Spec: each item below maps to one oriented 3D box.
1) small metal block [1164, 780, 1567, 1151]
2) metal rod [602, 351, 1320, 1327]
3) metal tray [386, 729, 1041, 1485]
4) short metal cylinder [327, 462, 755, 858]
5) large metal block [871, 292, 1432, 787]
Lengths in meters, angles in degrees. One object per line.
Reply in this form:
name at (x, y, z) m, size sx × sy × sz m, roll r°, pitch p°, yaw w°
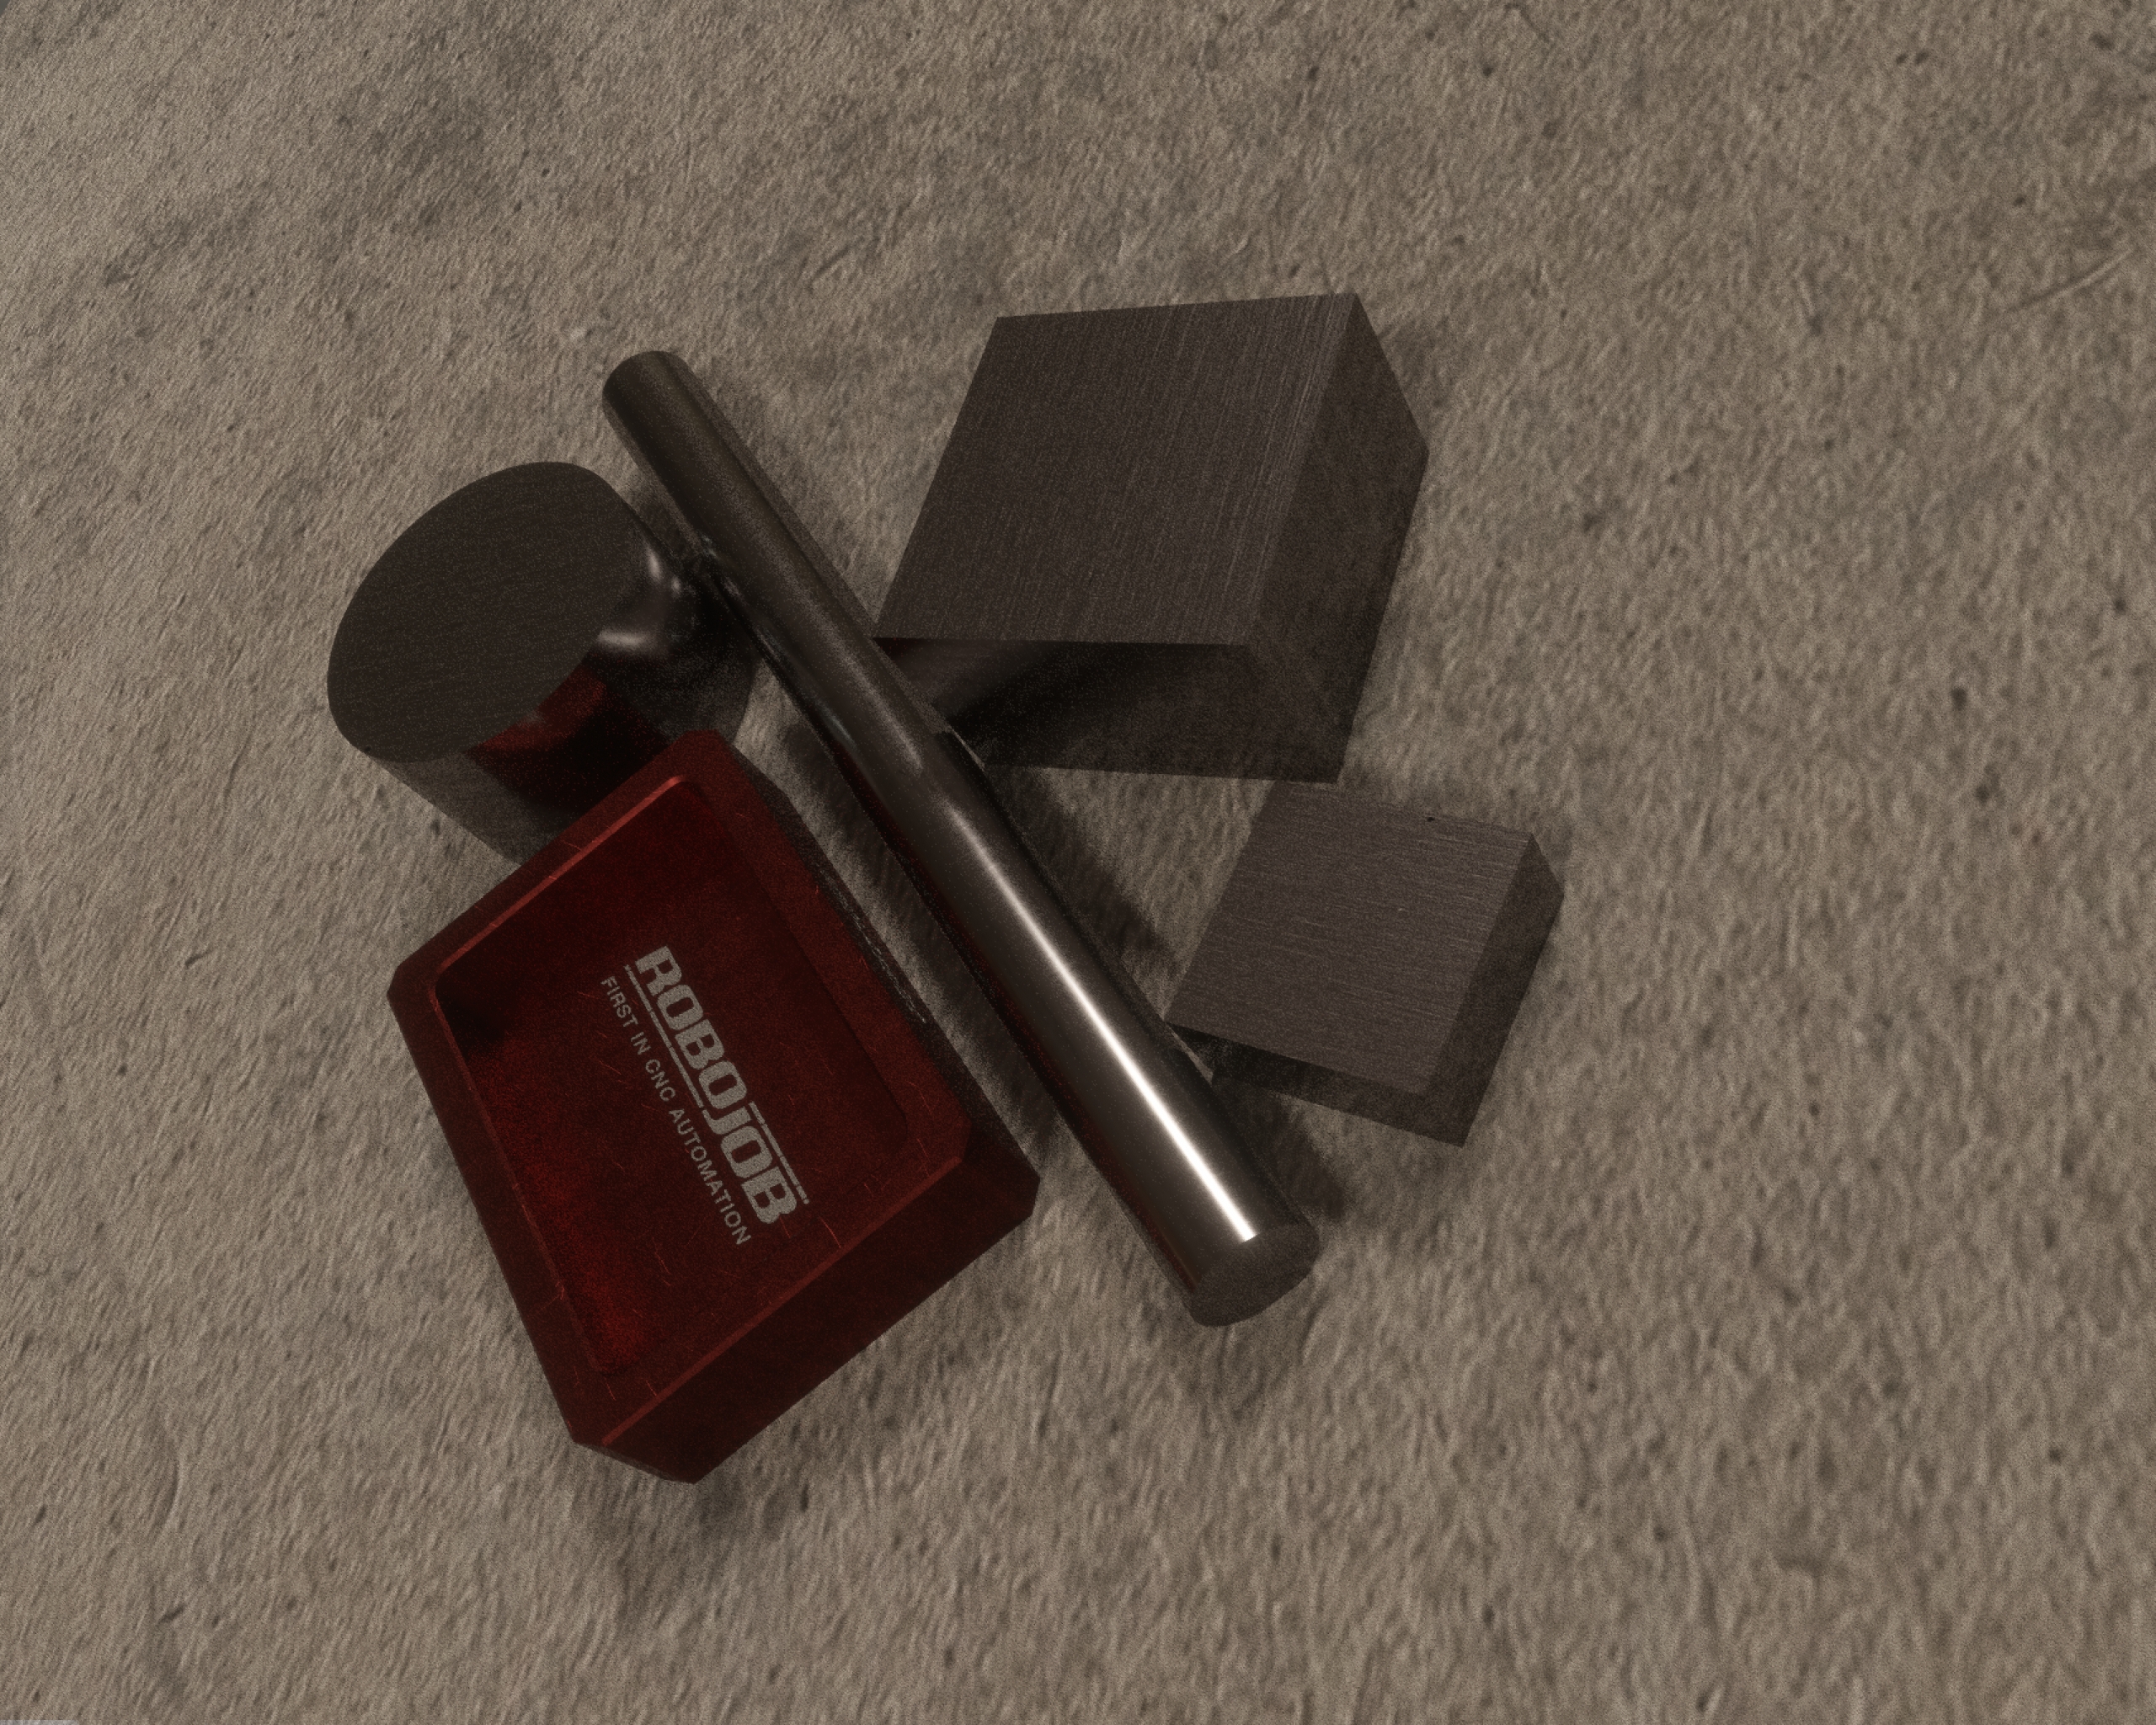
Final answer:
small metal block at (0.051, 0.017, 0.368) m, size 0.050 × 0.025 × 0.050 m, roll 14°, pitch 69°, yaw 33°
metal rod at (-0.040, -0.025, 0.440) m, size 0.025 × 0.025 × 0.300 m, roll -38°, pitch 51°, yaw 2°
metal tray at (-0.077, 0.043, 0.414) m, size 0.090 × 0.030 × 0.130 m, roll -39°, pitch 51°, yaw 1°
short metal cylinder at (-0.122, -0.045, 0.479) m, size 0.080 × 0.050 × 0.080 m, roll -13°, pitch 56°, yaw 20°
large metal block at (0.017, -0.064, 0.419) m, size 0.080 × 0.050 × 0.080 m, roll 5°, pitch 64°, yaw 30°
